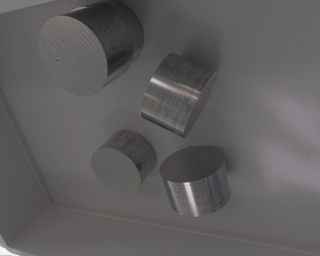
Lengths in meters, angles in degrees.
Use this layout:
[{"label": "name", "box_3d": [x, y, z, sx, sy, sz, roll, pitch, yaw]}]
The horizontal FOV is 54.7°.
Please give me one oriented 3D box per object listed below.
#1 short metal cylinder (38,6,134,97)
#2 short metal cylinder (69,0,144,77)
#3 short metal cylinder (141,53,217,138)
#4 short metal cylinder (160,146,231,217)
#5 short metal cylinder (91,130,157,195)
[{"label": "short metal cylinder", "box_3d": [-0.075, -0.079, 0.318, 0.080, 0.050, 0.079, 13, 124, 20]}, {"label": "short metal cylinder", "box_3d": [-0.066, -0.104, 0.363, 0.080, 0.050, 0.079, 13, 124, 21]}, {"label": "short metal cylinder", "box_3d": [0.021, -0.035, 0.340, 0.050, 0.080, 0.079, 27, 128, 11]}, {"label": "short metal cylinder", "box_3d": [0.045, 0.064, 0.389, 0.080, 0.080, 0.050, -3, 117, 29]}, {"label": "short metal cylinder", "box_3d": [-0.052, 0.049, 0.451, 0.080, 0.050, 0.079, 13, 124, 21]}]
